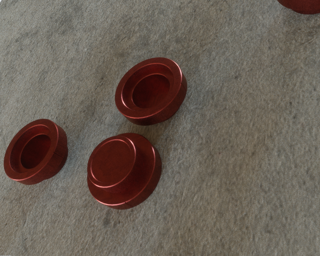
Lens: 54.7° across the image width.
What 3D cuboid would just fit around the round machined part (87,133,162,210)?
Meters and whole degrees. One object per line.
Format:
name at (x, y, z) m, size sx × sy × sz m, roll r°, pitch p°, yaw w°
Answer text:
round machined part at (-0.051, 0.049, 0.388) m, size 0.098 × 0.042 × 0.098 m, roll -13°, pitch 56°, yaw 20°

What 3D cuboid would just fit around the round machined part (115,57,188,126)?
round machined part at (-0.008, -0.045, 0.424) m, size 0.098 × 0.042 × 0.098 m, roll -13°, pitch 56°, yaw 20°

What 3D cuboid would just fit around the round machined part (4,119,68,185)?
round machined part at (-0.177, 0.038, 0.460) m, size 0.098 × 0.042 × 0.098 m, roll -13°, pitch 56°, yaw 20°

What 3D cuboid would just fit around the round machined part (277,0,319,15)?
round machined part at (0.201, -0.188, 0.402) m, size 0.098 × 0.042 × 0.098 m, roll -13°, pitch 56°, yaw 20°
